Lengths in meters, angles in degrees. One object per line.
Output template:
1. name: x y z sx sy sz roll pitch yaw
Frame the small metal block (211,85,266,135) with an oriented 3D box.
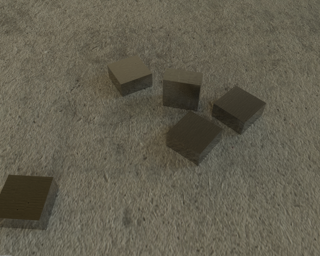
1. small metal block: 0.108 -0.025 0.425 0.050 0.025 0.050 37 59 27

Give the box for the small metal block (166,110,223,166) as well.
1. small metal block: 0.043 0.012 0.393 0.050 0.025 0.050 32 57 24

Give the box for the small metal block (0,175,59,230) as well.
1. small metal block: -0.144 0.080 0.335 0.050 0.025 0.050 3 50 2

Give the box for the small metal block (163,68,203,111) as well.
1. small metal block: 0.031 -0.053 0.431 0.050 0.050 0.025 10 51 8

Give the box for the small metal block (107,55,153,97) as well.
1. small metal block: -0.046 -0.080 0.470 0.050 0.025 0.050 -23 54 -18
